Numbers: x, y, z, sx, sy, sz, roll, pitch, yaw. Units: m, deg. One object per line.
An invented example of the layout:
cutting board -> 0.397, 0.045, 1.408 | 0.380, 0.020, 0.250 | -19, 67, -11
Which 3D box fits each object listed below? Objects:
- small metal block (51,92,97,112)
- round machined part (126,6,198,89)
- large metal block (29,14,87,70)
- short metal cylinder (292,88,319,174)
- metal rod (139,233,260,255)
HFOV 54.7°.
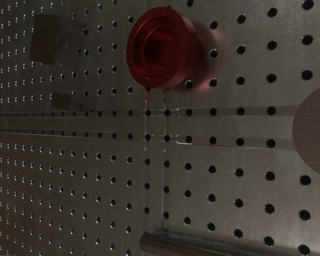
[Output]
small metal block -> -0.140, -0.042, 0.506 | 0.050, 0.050, 0.025 | 13, 98, 39
round machined part -> 0.007, -0.098, 0.391 | 0.098, 0.042, 0.097 | 0, 90, 39
large metal block -> -0.178, -0.149, 0.537 | 0.080, 0.050, 0.079 | 18, 101, 38
short metal cylinder -> 0.161, 0.002, 0.260 | 0.080, 0.050, 0.079 | 0, 90, 39
metal rod -> 0.096, 0.147, 0.328 | 0.300, 0.025, 0.025 | -4, 87, 39
